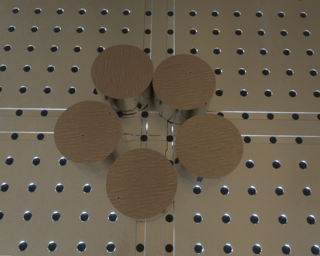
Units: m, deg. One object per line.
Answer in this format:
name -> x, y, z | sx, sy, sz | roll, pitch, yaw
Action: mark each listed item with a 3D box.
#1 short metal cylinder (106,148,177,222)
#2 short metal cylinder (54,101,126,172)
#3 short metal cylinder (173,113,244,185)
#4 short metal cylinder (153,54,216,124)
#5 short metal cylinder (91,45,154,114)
short metal cylinder -> -0.020, 0.069, 0.371 | 0.080, 0.050, 0.080 | 0, 70, 0
short metal cylinder -> -0.086, 0.012, 0.393 | 0.081, 0.050, 0.080 | 0, 70, 0
short metal cylinder -> 0.058, 0.028, 0.388 | 0.081, 0.050, 0.080 | 0, 71, 0
short metal cylinder -> 0.031, -0.051, 0.416 | 0.081, 0.050, 0.080 | 0, 70, 0
short metal cylinder -> -0.048, -0.065, 0.421 | 0.081, 0.050, 0.080 | 0, 70, 0
